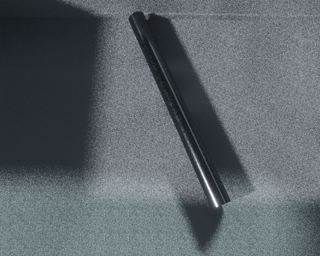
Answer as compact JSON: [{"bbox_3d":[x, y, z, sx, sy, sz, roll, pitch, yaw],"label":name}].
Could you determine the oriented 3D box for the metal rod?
[{"bbox_3d":[0.019,-0.037,0.423,0.025,0.025,0.299,-20,71,-7],"label":"metal rod"}]
